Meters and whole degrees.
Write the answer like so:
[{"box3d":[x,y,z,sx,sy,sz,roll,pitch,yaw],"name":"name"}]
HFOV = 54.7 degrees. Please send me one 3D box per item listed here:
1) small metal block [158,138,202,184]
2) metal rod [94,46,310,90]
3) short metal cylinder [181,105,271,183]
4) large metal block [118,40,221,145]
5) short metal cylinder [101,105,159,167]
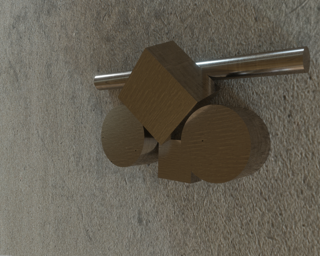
[{"box3d":[0.025,0.039,0.387,0.050,0.025,0.050,3,92,40],"name":"small metal block"},{"box3d":[0.023,-0.068,0.387,0.300,0.025,0.025,2,91,40],"name":"metal rod"},{"box3d":[0.070,0.016,0.332,0.080,0.050,0.079,0,90,40],"name":"short metal cylinder"},{"box3d":[0.008,-0.041,0.361,0.080,0.050,0.080,48,133,11],"name":"large metal block"},{"box3d":[-0.033,0.010,0.417,0.080,0.050,0.079,0,90,40],"name":"short metal cylinder"}]
